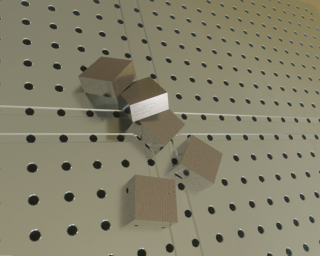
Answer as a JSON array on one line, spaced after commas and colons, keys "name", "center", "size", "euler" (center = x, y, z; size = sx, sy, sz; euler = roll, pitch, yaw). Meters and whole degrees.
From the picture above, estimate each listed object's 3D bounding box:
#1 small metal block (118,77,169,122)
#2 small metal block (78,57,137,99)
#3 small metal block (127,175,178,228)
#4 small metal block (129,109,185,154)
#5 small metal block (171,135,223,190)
[{"name": "small metal block", "center": [-0.024, -0.038, 0.397], "size": [0.050, 0.025, 0.050], "euler": [-21, 40, -18]}, {"name": "small metal block", "center": [-0.066, -0.066, 0.398], "size": [0.050, 0.025, 0.050], "euler": [13, 46, 25]}, {"name": "small metal block", "center": [-0.009, 0.084, 0.353], "size": [0.050, 0.025, 0.050], "euler": [11, 57, -22]}, {"name": "small metal block", "center": [-0.003, -0.003, 0.410], "size": [0.050, 0.025, 0.050], "euler": [44, 51, 2]}, {"name": "small metal block", "center": [0.050, 0.045, 0.409], "size": [0.050, 0.025, 0.050], "euler": [32, 51, -8]}]
